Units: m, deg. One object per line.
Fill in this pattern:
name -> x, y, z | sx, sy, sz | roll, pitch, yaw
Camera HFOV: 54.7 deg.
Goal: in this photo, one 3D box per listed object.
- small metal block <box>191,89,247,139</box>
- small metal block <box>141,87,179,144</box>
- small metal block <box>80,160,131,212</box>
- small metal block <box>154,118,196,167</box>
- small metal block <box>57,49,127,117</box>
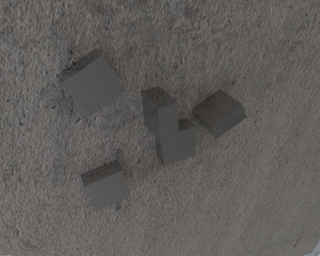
small metal block -> 0.080, -0.020, 0.422 | 0.050, 0.050, 0.025 | -35, 129, -5
small metal block -> 0.000, -0.016, 0.380 | 0.025, 0.050, 0.050 | -16, 125, -19
small metal block -> -0.072, 0.078, 0.415 | 0.050, 0.025, 0.050 | -23, 127, -15
small metal block -> 0.021, 0.020, 0.430 | 0.050, 0.025, 0.050 | -18, 126, -18
small metal block -> -0.073, -0.049, 0.337 | 0.050, 0.025, 0.050 | -36, 129, -4
